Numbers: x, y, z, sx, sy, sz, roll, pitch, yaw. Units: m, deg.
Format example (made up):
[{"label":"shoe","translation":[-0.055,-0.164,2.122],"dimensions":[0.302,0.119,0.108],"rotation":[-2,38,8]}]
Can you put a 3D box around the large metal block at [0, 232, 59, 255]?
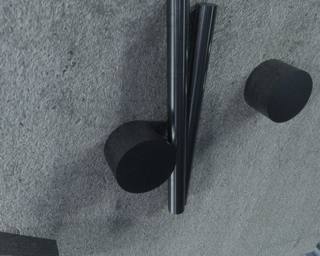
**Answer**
[{"label":"large metal block","translation":[-0.174,0.184,0.390],"dimensions":[0.080,0.080,0.050],"rotation":[27,103,-38]}]

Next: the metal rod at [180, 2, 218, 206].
[{"label":"metal rod","translation":[0.042,-0.011,0.422],"dimensions":[0.025,0.025,0.298],"rotation":[-9,123,-24]}]

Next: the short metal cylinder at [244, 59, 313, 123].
[{"label":"short metal cylinder","translation":[0.171,-0.054,0.451],"dimensions":[0.081,0.050,0.079],"rotation":[-14,124,-21]}]

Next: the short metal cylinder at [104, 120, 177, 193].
[{"label":"short metal cylinder","translation":[-0.026,0.037,0.399],"dimensions":[0.081,0.050,0.079],"rotation":[-14,124,-21]}]

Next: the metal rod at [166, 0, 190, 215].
[{"label":"metal rod","translation":[0.022,-0.009,0.399],"dimensions":[0.025,0.025,0.298],"rotation":[-13,120,-21]}]
